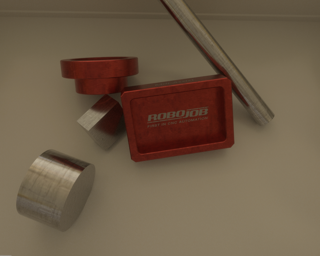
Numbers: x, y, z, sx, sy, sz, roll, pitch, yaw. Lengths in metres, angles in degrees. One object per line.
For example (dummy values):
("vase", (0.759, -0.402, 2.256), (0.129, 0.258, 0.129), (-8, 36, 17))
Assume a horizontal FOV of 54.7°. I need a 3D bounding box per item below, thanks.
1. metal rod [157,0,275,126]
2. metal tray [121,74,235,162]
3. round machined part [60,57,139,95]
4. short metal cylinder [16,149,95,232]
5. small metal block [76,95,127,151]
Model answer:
("metal rod", (0.045, -0.120, 0.387), (0.025, 0.025, 0.300), (-45, 102, -14))
("metal tray", (0.023, -0.013, 0.385), (0.131, 0.030, 0.089), (-9, 109, -4))
("round machined part", (-0.077, -0.069, 0.405), (0.099, 0.098, 0.042), (-2, 106, -1))
("short metal cylinder", (-0.115, 0.070, 0.353), (0.050, 0.080, 0.080), (20, 71, 7))
("small metal block", (-0.069, -0.007, 0.395), (0.025, 0.050, 0.050), (34, 73, 33))
